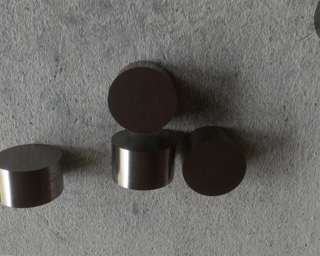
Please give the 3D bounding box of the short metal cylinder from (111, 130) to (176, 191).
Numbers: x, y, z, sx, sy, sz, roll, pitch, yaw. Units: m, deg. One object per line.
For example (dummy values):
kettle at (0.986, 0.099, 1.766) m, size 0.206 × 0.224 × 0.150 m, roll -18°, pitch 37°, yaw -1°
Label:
short metal cylinder at (-0.021, 0.036, 0.394) m, size 0.081 × 0.080 × 0.050 m, roll 2°, pitch 110°, yaw -1°

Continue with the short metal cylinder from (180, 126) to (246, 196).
short metal cylinder at (0.068, 0.043, 0.413) m, size 0.081 × 0.050 × 0.079 m, roll 0°, pitch 110°, yaw 0°

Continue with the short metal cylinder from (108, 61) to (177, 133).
short metal cylinder at (-0.020, -0.039, 0.382) m, size 0.081 × 0.050 × 0.079 m, roll 0°, pitch 110°, yaw 0°

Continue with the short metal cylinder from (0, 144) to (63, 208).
short metal cylinder at (-0.168, 0.059, 0.401) m, size 0.081 × 0.080 × 0.050 m, roll 4°, pitch 110°, yaw -2°

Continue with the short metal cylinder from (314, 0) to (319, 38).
short metal cylinder at (0.227, -0.128, 0.351) m, size 0.081 × 0.050 × 0.079 m, roll 0°, pitch 110°, yaw 0°
